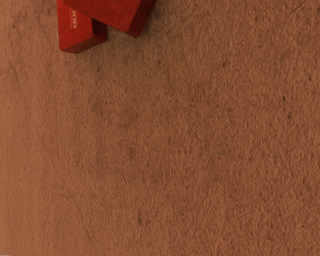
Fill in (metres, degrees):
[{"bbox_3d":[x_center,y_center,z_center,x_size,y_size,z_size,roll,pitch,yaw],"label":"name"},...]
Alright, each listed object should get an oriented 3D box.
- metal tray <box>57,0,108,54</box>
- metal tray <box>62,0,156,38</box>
[{"bbox_3d":[-0.131,-0.197,0.510,0.090,0.030,0.129,-8,85,39],"label":"metal tray"},{"bbox_3d":[-0.068,-0.193,0.434,0.130,0.030,0.090,30,101,23],"label":"metal tray"}]
